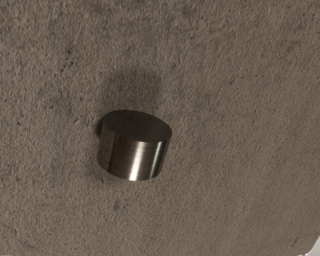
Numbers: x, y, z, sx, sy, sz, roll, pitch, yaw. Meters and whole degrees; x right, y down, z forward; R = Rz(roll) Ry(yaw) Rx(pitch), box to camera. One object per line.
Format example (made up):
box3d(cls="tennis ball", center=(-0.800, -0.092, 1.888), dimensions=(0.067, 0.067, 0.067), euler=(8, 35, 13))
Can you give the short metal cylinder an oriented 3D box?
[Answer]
box3d(cls="short metal cylinder", center=(-0.031, 0.018, 0.367), dimensions=(0.081, 0.080, 0.050), euler=(1, 118, -29))
